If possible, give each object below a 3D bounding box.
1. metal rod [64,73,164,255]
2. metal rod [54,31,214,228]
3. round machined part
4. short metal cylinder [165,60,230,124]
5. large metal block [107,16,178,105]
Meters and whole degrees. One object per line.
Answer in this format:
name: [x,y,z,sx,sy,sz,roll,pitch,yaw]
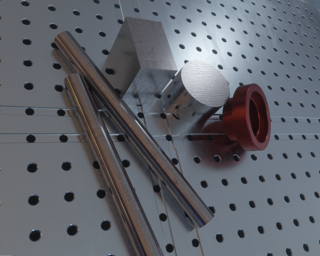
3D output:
metal rod: [-0.043,0.067,0.345,0.025,0.025,0.299,-15,70,-34]
metal rod: [-0.037,-0.004,0.391,0.025,0.025,0.300,-32,80,-38]
round machined part: [0.127,-0.014,0.458,0.099,0.042,0.097,12,74,-51]
short metal cylinder: [0.055,-0.052,0.455,0.081,0.050,0.080,14,56,-21]
large metal block: [-0.027,-0.086,0.412,0.050,0.080,0.080,-2,63,-30]
